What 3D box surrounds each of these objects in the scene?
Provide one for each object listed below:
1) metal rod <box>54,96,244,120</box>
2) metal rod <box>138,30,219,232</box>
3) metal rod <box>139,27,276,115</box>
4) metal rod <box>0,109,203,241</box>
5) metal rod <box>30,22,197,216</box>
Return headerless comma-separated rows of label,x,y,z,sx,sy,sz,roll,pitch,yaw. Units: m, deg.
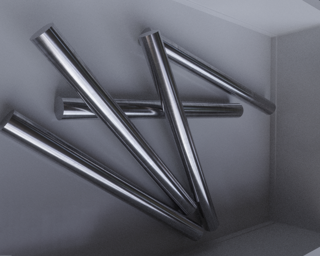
metal rod,0.012,-0.025,0.416,0.302,0.025,0.025,-2,92,-40
metal rod,0.033,0.022,0.408,0.025,0.025,0.298,-38,121,-33
metal rod,0.093,-0.076,0.483,0.302,0.025,0.025,19,78,-38
metal rod,-0.045,0.073,0.368,0.301,0.025,0.025,39,66,-33
metal rod,-0.031,0.015,0.355,0.025,0.025,0.300,-56,130,-25
